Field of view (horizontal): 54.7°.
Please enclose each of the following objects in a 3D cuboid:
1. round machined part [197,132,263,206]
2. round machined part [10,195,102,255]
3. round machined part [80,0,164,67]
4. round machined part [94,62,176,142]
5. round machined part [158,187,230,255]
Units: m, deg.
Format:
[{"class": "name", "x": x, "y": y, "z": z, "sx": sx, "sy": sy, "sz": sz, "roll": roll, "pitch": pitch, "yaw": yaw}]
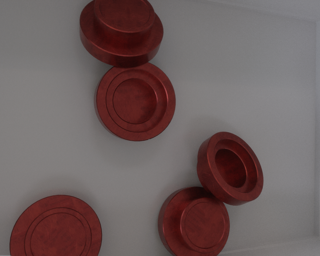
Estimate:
[{"class": "round machined part", "x": 0.089, "y": 0.057, "z": 0.419, "sx": 0.099, "sy": 0.042, "sz": 0.098, "roll": 19, "pitch": 52, "yaw": -26}, {"class": "round machined part", "x": -0.114, "y": 0.124, "z": 0.346, "sx": 0.099, "sy": 0.042, "sz": 0.098, "roll": 6, "pitch": 72, "yaw": -19}, {"class": "round machined part", "x": -0.043, "y": -0.123, "z": 0.363, "sx": 0.099, "sy": 0.042, "sz": 0.098, "roll": 7, "pitch": 60, "yaw": -12}, {"class": "round machined part", "x": -0.033, "y": -0.033, "z": 0.389, "sx": 0.099, "sy": 0.042, "sz": 0.097, "roll": 0, "pitch": 90, "yaw": -20}, {"class": "round machined part", "x": 0.050, "y": 0.127, "z": 0.409, "sx": 0.099, "sy": 0.042, "sz": 0.098, "roll": 5, "pitch": 75, "yaw": -19}]
